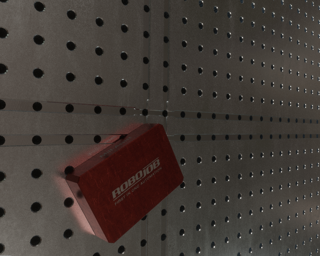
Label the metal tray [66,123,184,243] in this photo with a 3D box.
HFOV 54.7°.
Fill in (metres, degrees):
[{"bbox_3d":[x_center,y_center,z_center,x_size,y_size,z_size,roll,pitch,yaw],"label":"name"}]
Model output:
[{"bbox_3d":[-0.036,0.062,0.378,0.131,0.030,0.090,-35,112,-35],"label":"metal tray"}]
